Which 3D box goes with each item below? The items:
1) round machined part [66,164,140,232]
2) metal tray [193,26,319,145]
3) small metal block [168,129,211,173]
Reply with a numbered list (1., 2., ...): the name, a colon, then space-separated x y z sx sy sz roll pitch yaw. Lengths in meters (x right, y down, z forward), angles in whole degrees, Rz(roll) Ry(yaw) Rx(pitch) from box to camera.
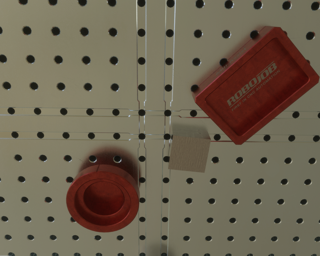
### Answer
1. round machined part: -0.078 0.095 0.438 0.099 0.042 0.097 0 110 -1
2. metal tray: 0.119 -0.052 0.393 0.130 0.030 0.090 -42 105 13
3. small metal block: 0.039 0.031 0.426 0.050 0.025 0.050 6 110 -3
